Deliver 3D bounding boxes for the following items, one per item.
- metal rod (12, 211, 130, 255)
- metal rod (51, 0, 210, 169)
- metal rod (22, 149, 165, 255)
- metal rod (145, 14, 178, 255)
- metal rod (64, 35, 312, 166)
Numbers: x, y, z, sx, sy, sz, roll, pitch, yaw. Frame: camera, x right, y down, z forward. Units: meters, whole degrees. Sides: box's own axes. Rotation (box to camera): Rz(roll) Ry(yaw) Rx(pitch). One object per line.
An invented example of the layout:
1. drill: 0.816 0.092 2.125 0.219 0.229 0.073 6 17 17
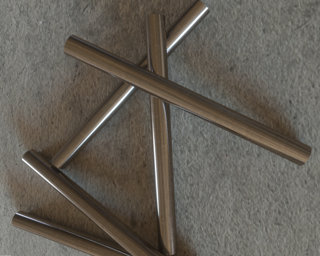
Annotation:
1. metal rod: -0.082 0.170 0.436 0.301 0.025 0.025 12 94 19
2. metal rod: -0.048 -0.052 0.424 0.299 0.025 0.025 -45 76 14
3. metal rod: -0.084 0.118 0.423 0.300 0.025 0.025 32 100 22
4. metal rod: 0.002 0.012 0.392 0.025 0.025 0.298 -1 95 19
5. metal rod: 0.029 -0.033 0.359 0.301 0.025 0.025 26 99 2
